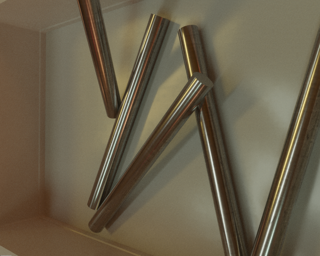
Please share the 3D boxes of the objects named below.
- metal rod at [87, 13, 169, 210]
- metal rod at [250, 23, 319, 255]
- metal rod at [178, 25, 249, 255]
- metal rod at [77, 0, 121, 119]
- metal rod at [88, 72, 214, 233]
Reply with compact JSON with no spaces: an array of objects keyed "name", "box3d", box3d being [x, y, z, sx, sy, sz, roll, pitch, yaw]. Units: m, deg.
[{"name":"metal rod","box3d":[-0.051,-0.012,0.446,0.025,0.025,0.298,33,110,35]},{"name":"metal rod","box3d":[0.126,0.030,0.290,0.025,0.025,0.298,19,98,38]},{"name":"metal rod","box3d":[0.062,0.026,0.354,0.025,0.025,0.298,-18,79,38]},{"name":"metal rod","box3d":[-0.080,-0.132,0.363,0.025,0.025,0.298,33,145,35]},{"name":"metal rod","box3d":[-0.027,0.051,0.408,0.025,0.025,0.298,53,126,26]}]
